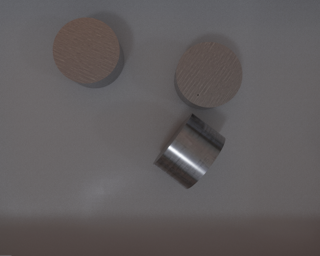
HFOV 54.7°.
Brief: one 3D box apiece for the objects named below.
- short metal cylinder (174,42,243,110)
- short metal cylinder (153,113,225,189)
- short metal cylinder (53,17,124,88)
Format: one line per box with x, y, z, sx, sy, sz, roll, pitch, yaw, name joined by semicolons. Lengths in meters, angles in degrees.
0.060;-0.065;0.400;0.081;0.050;0.079;0;90;-1;short metal cylinder
0.036;0.028;0.384;0.050;0.080;0.080;37;90;-1;short metal cylinder
-0.089;-0.094;0.398;0.081;0.050;0.079;0;90;-1;short metal cylinder
